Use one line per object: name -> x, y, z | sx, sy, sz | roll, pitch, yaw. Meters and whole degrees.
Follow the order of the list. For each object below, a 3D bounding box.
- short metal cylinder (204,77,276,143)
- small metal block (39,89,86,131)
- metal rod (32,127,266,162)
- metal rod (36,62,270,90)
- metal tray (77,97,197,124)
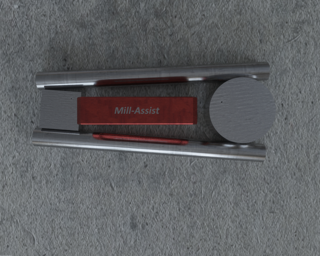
short metal cylinder -> 0.100, -0.022, 0.399 | 0.081, 0.050, 0.079 | 0, 90, 0
small metal block -> -0.128, -0.023, 0.411 | 0.050, 0.025, 0.050 | 4, 90, 0
metal rod -> -0.014, 0.022, 0.411 | 0.302, 0.025, 0.025 | 4, 90, 0
metal rod -> -0.009, -0.069, 0.411 | 0.302, 0.025, 0.025 | -3, 90, 0
metal tray -> -0.024, -0.019, 0.377 | 0.131, 0.090, 0.030 | 0, 90, 0
